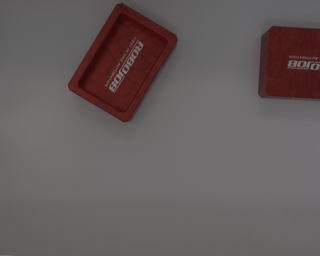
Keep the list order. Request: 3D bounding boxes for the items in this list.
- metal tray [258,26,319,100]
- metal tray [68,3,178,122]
[{"bbox_3d":[0.202,-0.082,0.410,0.131,0.030,0.089,3,90,0],"label":"metal tray"},{"bbox_3d":[-0.047,-0.083,0.408,0.090,0.030,0.130,31,90,0],"label":"metal tray"}]
